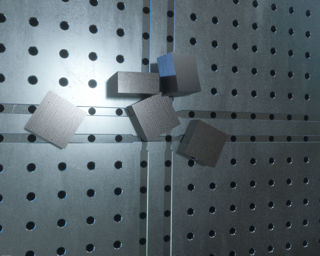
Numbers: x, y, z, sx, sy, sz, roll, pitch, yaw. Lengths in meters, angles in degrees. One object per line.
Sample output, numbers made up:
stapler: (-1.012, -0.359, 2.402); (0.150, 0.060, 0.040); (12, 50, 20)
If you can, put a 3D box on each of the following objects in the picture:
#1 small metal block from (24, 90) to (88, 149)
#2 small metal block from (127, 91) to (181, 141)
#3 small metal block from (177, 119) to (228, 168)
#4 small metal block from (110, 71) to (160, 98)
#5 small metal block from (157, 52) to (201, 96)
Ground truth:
small metal block: (-0.122, -0.009, 0.367); (0.050, 0.025, 0.050); (33, 79, -17)
small metal block: (-0.008, -0.017, 0.409); (0.050, 0.025, 0.050); (-27, 99, -18)
small metal block: (0.060, 0.022, 0.434); (0.050, 0.025, 0.050); (27, 81, -18)
small metal block: (-0.033, -0.053, 0.387); (0.050, 0.050, 0.025); (-1, 90, -20)
small metal block: (0.026, -0.070, 0.408); (0.050, 0.025, 0.050); (-8, 86, -49)
